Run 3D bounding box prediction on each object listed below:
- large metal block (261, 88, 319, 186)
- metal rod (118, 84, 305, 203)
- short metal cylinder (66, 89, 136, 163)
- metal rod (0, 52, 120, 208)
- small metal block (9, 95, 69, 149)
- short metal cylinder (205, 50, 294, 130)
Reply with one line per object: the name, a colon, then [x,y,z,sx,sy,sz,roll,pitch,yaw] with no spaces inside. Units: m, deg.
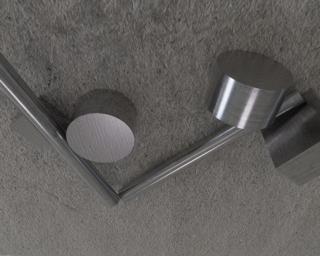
large metal block: [0.180,0.011,0.382,0.050,0.080,0.080,33,122,-25]
metal rod: [0.055,0.033,0.435,0.299,0.025,0.025,-34,123,25]
short metal cylinder: [-0.071,-0.002,0.388,0.081,0.050,0.079,0,130,0]
metal rod: [-0.124,0.017,0.387,0.025,0.025,0.299,-15,134,12]
small metal block: [-0.154,-0.006,0.400,0.050,0.025,0.050,-31,124,23]
short metal cylinder: [0.094,-0.043,0.336,0.081,0.080,0.050,7,130,-6]
